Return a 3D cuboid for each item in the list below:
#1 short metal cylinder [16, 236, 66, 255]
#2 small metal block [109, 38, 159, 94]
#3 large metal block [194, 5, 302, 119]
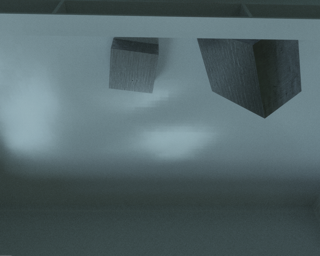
[{"bbox_3d":[-0.226,0.255,0.589,0.080,0.080,0.050,-8,130,6],"label":"short metal cylinder"},{"bbox_3d":[-0.030,-0.069,0.350,0.050,0.025,0.050,6,130,-6],"label":"small metal block"},{"bbox_3d":[0.087,-0.068,0.307,0.050,0.080,0.080,-35,129,-13],"label":"large metal block"}]
